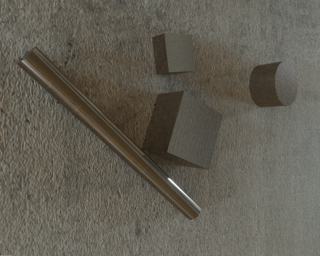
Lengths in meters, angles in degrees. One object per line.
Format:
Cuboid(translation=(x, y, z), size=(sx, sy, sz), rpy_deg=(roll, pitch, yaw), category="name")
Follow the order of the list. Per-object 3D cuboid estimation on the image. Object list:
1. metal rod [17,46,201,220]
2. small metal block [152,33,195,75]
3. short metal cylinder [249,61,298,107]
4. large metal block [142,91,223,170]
Cuboid(translation=(-0.040, 0.026, 0.372), size=(0.300, 0.025, 0.025), rpy_deg=(47, 62, -30), category="metal rod")
Cuboid(translation=(0.019, -0.101, 0.423), size=(0.050, 0.025, 0.050), rpy_deg=(-12, 98, -40), category="small metal block")
Cuboid(translation=(0.208, -0.079, 0.567), size=(0.081, 0.050, 0.079), rpy_deg=(0, 90, -40), category="short metal cylinder")
Cuboid(translation=(0.032, 0.005, 0.417), size=(0.080, 0.050, 0.080), rpy_deg=(26, 74, -37), category="large metal block")
